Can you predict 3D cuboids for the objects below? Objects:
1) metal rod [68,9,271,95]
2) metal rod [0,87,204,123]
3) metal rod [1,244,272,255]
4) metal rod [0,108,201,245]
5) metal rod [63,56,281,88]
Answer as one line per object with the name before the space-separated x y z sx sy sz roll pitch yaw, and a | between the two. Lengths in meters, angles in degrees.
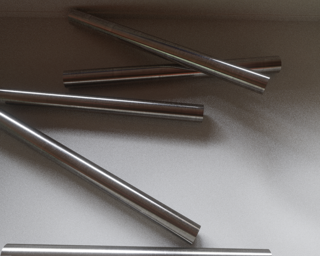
metal rod | 0.001 -0.111 0.428 0.301 0.025 0.025 24 72 16
metal rod | -0.093 -0.033 0.420 0.302 0.025 0.025 5 70 2
metal rod | -0.026 0.149 0.354 0.302 0.025 0.025 1 70 0
metal rod | -0.088 0.055 0.388 0.301 0.025 0.025 28 73 10
metal rod | 0.018 -0.079 0.438 0.302 0.025 0.025 -4 70 -2
